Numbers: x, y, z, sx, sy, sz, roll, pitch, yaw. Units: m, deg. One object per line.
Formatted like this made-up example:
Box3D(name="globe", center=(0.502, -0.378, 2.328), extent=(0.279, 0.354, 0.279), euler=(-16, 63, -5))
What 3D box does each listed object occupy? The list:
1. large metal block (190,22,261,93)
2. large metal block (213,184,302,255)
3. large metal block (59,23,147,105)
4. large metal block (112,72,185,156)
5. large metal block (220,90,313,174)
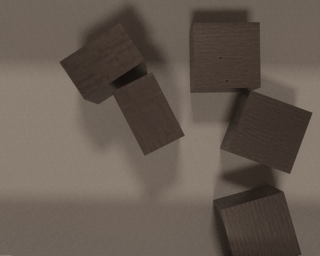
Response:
Box3D(name="large metal block", center=(0.081, -0.088, 0.400), extent=(0.081, 0.050, 0.079), euler=(-1, 90, -1))
Box3D(name="large metal block", center=(0.123, 0.127, 0.401), extent=(0.080, 0.050, 0.080), euler=(-16, 90, -1))
Box3D(name="large metal block", center=(-0.064, -0.074, 0.383), extent=(0.080, 0.080, 0.050), euler=(-33, 90, 0))
Box3D(name="large metal block", center=(-0.013, -0.016, 0.384), extent=(0.050, 0.080, 0.080), euler=(-27, 90, 0))
Box3D(name="large metal block", center=(0.134, 0.005, 0.401), extent=(0.080, 0.050, 0.080), euler=(20, 90, -1))
